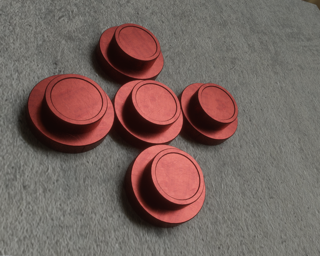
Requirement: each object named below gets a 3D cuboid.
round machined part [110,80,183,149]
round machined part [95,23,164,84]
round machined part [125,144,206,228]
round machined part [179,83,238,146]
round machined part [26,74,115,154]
[{"bbox_3d":[-0.013,-0.023,0.403,0.099,0.042,0.098,14,56,-21],"label":"round machined part"},{"bbox_3d":[-0.039,-0.110,0.442,0.099,0.042,0.098,14,56,-21],"label":"round machined part"},{"bbox_3d":[0.012,0.063,0.363,0.099,0.042,0.098,14,56,-21],"label":"round machined part"},{"bbox_3d":[0.074,-0.026,0.452,0.099,0.042,0.098,14,56,-21],"label":"round machined part"},{"bbox_3d":[-0.099,-0.023,0.356,0.099,0.042,0.098,14,56,-21],"label":"round machined part"}]
